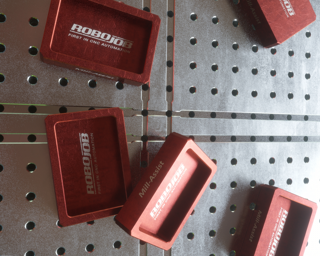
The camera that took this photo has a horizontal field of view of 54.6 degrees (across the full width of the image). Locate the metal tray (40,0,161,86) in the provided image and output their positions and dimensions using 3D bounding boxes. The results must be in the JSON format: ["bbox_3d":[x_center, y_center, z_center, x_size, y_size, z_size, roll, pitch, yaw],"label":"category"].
[{"bbox_3d":[-0.071,-0.111,0.383,0.131,0.030,0.090,12,86,-20],"label":"metal tray"}]

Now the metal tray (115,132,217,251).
[{"bbox_3d":[0.013,0.081,0.393,0.130,0.030,0.090,-57,136,-11],"label":"metal tray"}]

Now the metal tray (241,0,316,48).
[{"bbox_3d":[0.173,-0.201,0.473,0.090,0.030,0.130,-35,101,-17],"label":"metal tray"}]

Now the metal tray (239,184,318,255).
[{"bbox_3d":[0.182,0.163,0.476,0.090,0.030,0.130,23,82,-19],"label":"metal tray"}]

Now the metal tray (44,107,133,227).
[{"bbox_3d":[-0.085,0.044,0.378,0.091,0.030,0.129,-8,93,-20],"label":"metal tray"}]
